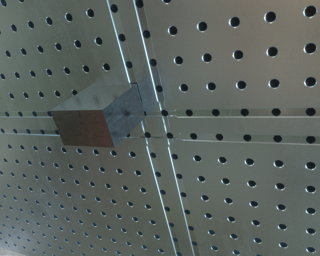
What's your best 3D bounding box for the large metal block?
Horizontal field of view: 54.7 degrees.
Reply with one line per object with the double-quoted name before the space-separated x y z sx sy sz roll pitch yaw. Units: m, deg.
"large metal block" -0.078 -0.018 0.404 0.080 0.080 0.050 1 119 27
